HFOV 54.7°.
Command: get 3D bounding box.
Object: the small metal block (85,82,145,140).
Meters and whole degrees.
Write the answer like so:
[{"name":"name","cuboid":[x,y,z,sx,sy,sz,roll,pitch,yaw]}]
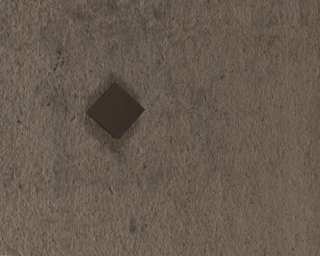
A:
[{"name":"small metal block","cuboid":[-0.056,-0.021,0.389,0.050,0.025,0.050,43,76,-15]}]
